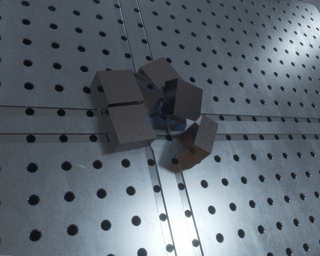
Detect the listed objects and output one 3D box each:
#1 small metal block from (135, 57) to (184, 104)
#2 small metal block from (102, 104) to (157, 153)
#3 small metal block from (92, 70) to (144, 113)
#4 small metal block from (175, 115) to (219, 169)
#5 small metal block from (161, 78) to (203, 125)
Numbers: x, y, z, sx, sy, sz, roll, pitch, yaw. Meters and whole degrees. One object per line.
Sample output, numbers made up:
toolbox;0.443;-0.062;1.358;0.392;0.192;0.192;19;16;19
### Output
small metal block;-0.001;-0.071;0.453;0.050;0.025;0.050;-34;81;-38
small metal block;-0.039;0.000;0.389;0.050;0.025;0.050;-9;66;-32
small metal block;-0.056;-0.049;0.409;0.050;0.025;0.050;-9;67;-33
small metal block;0.048;0.018;0.409;0.025;0.050;0.050;30;52;-10
small metal block;0.031;-0.036;0.430;0.050;0.025;0.050;17;74;-39
